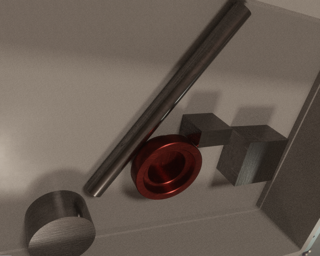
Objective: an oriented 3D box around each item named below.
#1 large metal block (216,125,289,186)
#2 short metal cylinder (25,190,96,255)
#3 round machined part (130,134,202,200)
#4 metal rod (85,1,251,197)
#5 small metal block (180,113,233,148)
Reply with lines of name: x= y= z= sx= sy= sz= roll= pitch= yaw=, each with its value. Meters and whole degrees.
large metal block: x=0.148 y=0.043 z=0.503 sx=0.081 sy=0.050 sz=0.079 roll=-3 pitch=120 yaw=-28
short metal cylinder: x=-0.130 y=0.128 z=0.402 sx=0.081 sy=0.050 sz=0.079 roll=-14 pitch=125 yaw=-21
round machined part: x=0.005 y=0.049 z=0.431 sx=0.099 sy=0.042 sz=0.097 roll=-14 pitch=127 yaw=-19
metal rod: x=0.006 y=-0.031 z=0.394 sx=0.025 sy=0.025 sz=0.299 roll=34 pitch=99 yaw=-39
small metal block: x=0.063 y=0.002 z=0.430 sx=0.050 sy=0.050 sz=0.025 roll=-4 pitch=120 yaw=-27
